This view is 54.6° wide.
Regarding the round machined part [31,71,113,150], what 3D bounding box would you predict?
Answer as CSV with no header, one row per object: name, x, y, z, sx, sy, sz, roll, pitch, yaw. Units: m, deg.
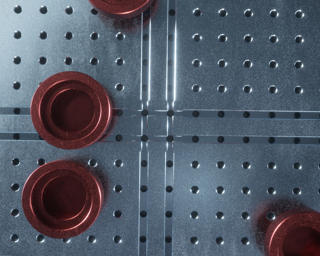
round machined part,-0.111,-0.022,0.404,0.099,0.042,0.097,0,90,0

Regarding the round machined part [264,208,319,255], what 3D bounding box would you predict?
round machined part,0.185,0.153,0.406,0.099,0.042,0.097,0,90,0

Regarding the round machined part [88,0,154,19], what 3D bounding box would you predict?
round machined part,-0.051,-0.190,0.404,0.099,0.042,0.097,0,90,0

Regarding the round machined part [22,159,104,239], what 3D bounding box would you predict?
round machined part,-0.122,0.089,0.404,0.099,0.042,0.097,0,90,0
